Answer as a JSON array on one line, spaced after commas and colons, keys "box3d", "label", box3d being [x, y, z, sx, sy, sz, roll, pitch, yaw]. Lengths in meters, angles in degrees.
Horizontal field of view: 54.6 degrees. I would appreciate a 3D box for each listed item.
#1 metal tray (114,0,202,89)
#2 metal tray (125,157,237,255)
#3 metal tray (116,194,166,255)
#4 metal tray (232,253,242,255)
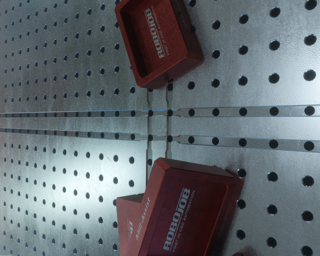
[{"box3d": [-0.007, -0.128, 0.412, 0.090, 0.030, 0.130, -28, 73, 36], "label": "metal tray"}, {"box3d": [0.022, 0.103, 0.341, 0.030, 0.091, 0.129, 35, 110, 63], "label": "metal tray"}, {"box3d": [-0.023, 0.157, 0.407, 0.090, 0.030, 0.129, -14, 81, 60], "label": "metal tray"}, {"box3d": [0.073, 0.217, 0.346, 0.090, 0.030, 0.129, 49, 119, 28], "label": "metal tray"}]
